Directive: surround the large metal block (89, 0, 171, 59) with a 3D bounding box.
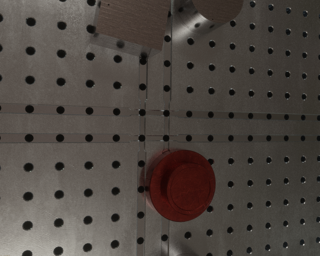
[{"bbox_3d":[-0.037,-0.140,0.386,0.081,0.050,0.080,11,86,-20],"label":"large metal block"}]

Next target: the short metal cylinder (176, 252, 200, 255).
[{"bbox_3d":[0.043,0.217,0.417,0.081,0.050,0.079,0,90,-20],"label":"short metal cylinder"}]

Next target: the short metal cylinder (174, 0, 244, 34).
[{"bbox_3d":[0.066,-0.176,0.425,0.081,0.050,0.079,0,90,-20],"label":"short metal cylinder"}]

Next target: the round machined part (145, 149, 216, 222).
[{"bbox_3d":[0.033,0.078,0.417,0.099,0.042,0.097,0,90,-21],"label":"round machined part"}]
